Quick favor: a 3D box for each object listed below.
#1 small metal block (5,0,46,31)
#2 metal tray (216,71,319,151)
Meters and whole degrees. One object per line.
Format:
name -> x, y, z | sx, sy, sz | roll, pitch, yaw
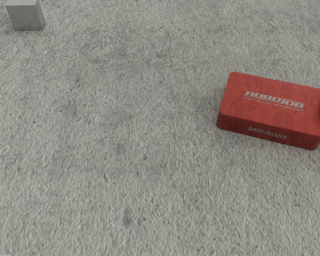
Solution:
small metal block -> -0.240, -0.203, 0.556 | 0.050, 0.050, 0.025 | -2, 50, -2
metal tray -> 0.151, -0.027, 0.423 | 0.131, 0.030, 0.090 | 14, 51, 11
